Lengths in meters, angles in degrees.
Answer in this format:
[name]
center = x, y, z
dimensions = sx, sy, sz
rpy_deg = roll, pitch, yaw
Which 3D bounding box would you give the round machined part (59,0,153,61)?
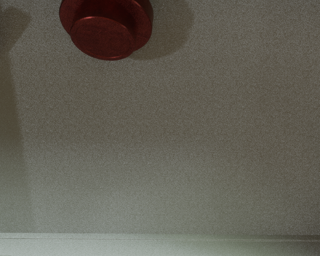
[round machined part]
center = -0.058, -0.109, 0.332
dimensions = 0.099, 0.098, 0.042
rpy_deg = 4, 65, 2
